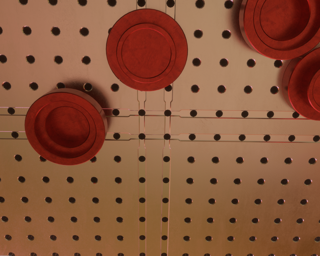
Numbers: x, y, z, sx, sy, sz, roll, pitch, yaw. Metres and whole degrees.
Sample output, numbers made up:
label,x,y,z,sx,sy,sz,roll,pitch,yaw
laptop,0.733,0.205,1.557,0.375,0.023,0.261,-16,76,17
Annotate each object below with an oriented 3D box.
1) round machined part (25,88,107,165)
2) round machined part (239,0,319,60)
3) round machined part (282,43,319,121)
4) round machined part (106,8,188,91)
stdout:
label,x,y,z,sx,sy,sz,roll,pitch,yaw
round machined part,-0.117,-0.004,0.401,0.099,0.042,0.097,0,110,-1
round machined part,0.140,-0.131,0.358,0.099,0.042,0.097,0,110,-1
round machined part,0.210,-0.055,0.387,0.099,0.042,0.097,0,110,-1
round machined part,-0.016,-0.091,0.371,0.099,0.042,0.097,0,110,-1
